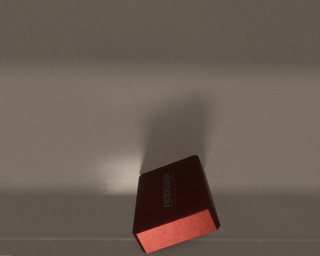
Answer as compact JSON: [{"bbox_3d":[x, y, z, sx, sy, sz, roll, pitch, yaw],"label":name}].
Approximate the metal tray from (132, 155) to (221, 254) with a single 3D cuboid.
[{"bbox_3d":[0.017,0.088,0.388,0.090,0.130,0.030,-21,109,7],"label":"metal tray"}]
